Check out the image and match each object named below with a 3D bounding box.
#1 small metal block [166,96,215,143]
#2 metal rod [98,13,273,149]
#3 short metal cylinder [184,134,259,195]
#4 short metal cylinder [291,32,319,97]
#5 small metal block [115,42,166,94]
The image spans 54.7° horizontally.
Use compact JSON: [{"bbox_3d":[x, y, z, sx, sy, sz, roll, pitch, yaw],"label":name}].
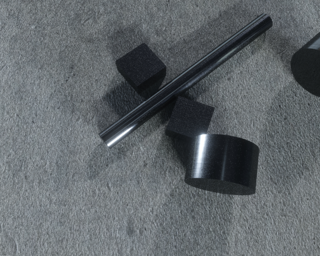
[{"bbox_3d":[0.040,-0.009,0.412,0.050,0.025,0.050,19,71,6],"label":"small metal block"},{"bbox_3d":[0.044,-0.072,0.434,0.301,0.025,0.025,-38,75,-13],"label":"metal rod"},{"bbox_3d":[0.072,0.045,0.363,0.080,0.080,0.050,10,71,4],"label":"short metal cylinder"},{"bbox_3d":[0.225,-0.086,0.412,0.050,0.080,0.080,-40,75,-13],"label":"short metal cylinder"},{"bbox_3d":[-0.026,-0.085,0.439,0.050,0.025,0.050,-37,74,-13],"label":"small metal block"}]
